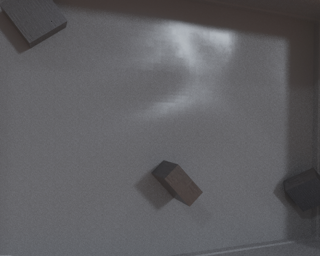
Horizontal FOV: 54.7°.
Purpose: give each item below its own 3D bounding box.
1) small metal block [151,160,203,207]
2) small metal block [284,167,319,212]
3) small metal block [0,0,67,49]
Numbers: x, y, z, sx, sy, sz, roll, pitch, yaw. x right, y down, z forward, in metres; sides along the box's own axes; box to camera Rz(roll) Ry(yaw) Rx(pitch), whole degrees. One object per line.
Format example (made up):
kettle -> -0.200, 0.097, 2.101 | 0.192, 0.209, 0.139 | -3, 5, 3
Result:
small metal block -> 0.021, 0.071, 0.406 | 0.025, 0.050, 0.050 | -45, 104, -15
small metal block -> 0.232, 0.097, 0.484 | 0.050, 0.025, 0.050 | -34, 106, 28
small metal block -> -0.144, -0.129, 0.357 | 0.050, 0.025, 0.050 | -39, 103, -16
